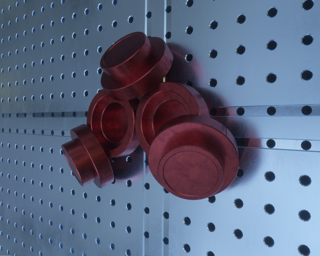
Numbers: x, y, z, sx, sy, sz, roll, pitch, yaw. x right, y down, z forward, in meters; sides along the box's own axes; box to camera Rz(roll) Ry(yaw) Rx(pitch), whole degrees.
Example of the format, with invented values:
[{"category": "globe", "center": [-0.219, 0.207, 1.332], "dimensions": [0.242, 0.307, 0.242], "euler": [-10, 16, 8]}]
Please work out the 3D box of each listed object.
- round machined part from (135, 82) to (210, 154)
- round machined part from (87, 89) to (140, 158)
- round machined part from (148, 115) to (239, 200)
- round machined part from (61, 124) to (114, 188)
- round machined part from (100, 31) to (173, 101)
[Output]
[{"category": "round machined part", "center": [0.019, -0.006, 0.380], "dimensions": [0.098, 0.042, 0.097], "euler": [0, 90, 39]}, {"category": "round machined part", "center": [-0.057, -0.008, 0.442], "dimensions": [0.098, 0.042, 0.097], "euler": [0, 90, 39]}, {"category": "round machined part", "center": [0.035, 0.038, 0.333], "dimensions": [0.098, 0.042, 0.097], "euler": [4, 118, 9]}, {"category": "round machined part", "center": [-0.111, 0.047, 0.457], "dimensions": [0.098, 0.042, 0.097], "euler": [46, 152, 35]}, {"category": "round machined part", "center": [-0.036, -0.084, 0.393], "dimensions": [0.098, 0.042, 0.098], "euler": [-22, 41, 21]}]
